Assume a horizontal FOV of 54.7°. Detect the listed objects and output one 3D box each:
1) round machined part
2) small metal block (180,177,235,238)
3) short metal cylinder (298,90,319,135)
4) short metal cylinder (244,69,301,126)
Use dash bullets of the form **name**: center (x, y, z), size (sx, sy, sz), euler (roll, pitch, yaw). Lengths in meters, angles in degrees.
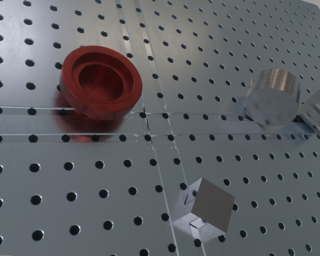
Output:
- **round machined part**: center (-0.075, -0.052, 0.388), size (0.099, 0.042, 0.098), euler (14, 56, -21)
- **small metal block**: center (0.060, 0.098, 0.381), size (0.050, 0.025, 0.050), euler (32, 52, -8)
- **short metal cylinder**: center (0.294, -0.034, 0.552), size (0.050, 0.080, 0.080), euler (46, 51, 3)
- **short metal cylinder**: center (0.182, -0.048, 0.500), size (0.080, 0.080, 0.050), euler (33, 52, -7)
